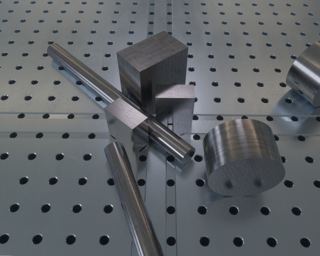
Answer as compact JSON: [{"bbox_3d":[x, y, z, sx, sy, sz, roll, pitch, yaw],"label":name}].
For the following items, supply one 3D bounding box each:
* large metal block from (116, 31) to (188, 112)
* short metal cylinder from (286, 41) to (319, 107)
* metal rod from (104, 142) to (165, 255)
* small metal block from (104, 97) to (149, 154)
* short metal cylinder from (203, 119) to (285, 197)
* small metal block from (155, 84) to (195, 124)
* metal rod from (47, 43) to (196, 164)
[{"bbox_3d":[-0.009,-0.077,0.437,0.080,0.080,0.050,-32,57,-24],"label":"large metal block"},{"bbox_3d":[0.228,-0.076,0.437,0.081,0.080,0.050,-25,54,-19],"label":"short metal cylinder"},{"bbox_3d":[-0.005,0.133,0.295,0.025,0.025,0.300,-16,52,-13],"label":"metal rod"},{"bbox_3d":[-0.041,-0.003,0.393,0.050,0.050,0.025,35,59,26],"label":"small metal block"},{"bbox_3d":[0.090,0.035,0.343,0.081,0.080,0.050,-1,50,-1],"label":"short metal cylinder"},{"bbox_3d":[0.019,-0.032,0.418,0.050,0.050,0.025,0,50,0],"label":"small metal block"},{"bbox_3d":[-0.071,-0.047,0.446,0.025,0.025,0.300,-37,59,-27],"label":"metal rod"}]
